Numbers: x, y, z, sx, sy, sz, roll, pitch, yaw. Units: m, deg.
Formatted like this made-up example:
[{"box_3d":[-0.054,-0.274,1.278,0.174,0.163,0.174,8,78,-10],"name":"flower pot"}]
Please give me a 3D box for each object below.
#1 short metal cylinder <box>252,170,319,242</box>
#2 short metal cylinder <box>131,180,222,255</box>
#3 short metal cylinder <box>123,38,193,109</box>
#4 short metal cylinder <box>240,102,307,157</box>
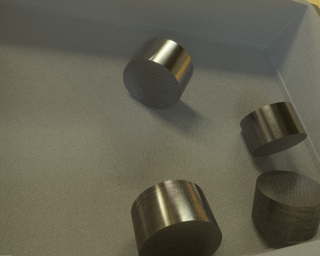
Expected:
[{"box_3d":[0.160,0.096,0.391,0.080,0.050,0.080,0,22,0],"name":"short metal cylinder"},{"box_3d":[0.015,0.098,0.309,0.081,0.079,0.050,11,31,-23],"name":"short metal cylinder"},{"box_3d":[-0.002,-0.071,0.413,0.080,0.080,0.050,34,52,-7],"name":"short metal cylinder"},{"box_3d":[0.166,0.004,0.457,0.081,0.080,0.050,-2,63,-29],"name":"short metal cylinder"}]
